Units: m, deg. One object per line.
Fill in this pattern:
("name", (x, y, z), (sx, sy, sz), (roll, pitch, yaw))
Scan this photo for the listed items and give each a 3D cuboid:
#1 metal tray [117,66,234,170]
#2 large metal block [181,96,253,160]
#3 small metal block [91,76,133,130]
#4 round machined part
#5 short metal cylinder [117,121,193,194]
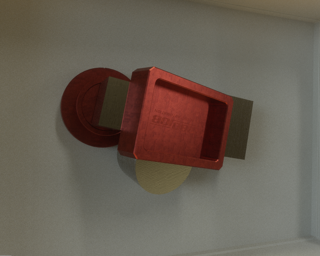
("metal tray", (0.023, -0.005, 0.341), (0.131, 0.030, 0.090), (13, 86, -39))
("large metal block", (0.073, -0.004, 0.423), (0.081, 0.050, 0.080), (11, 87, -20))
("small metal block", (-0.052, -0.025, 0.332), (0.025, 0.050, 0.050), (13, 86, -20))
("round machined part", (-0.068, -0.025, 0.375), (0.099, 0.042, 0.097), (0, 90, -21))
("short metal cylinder", (-0.006, 0.035, 0.382), (0.081, 0.050, 0.079), (-9, 108, -30))
